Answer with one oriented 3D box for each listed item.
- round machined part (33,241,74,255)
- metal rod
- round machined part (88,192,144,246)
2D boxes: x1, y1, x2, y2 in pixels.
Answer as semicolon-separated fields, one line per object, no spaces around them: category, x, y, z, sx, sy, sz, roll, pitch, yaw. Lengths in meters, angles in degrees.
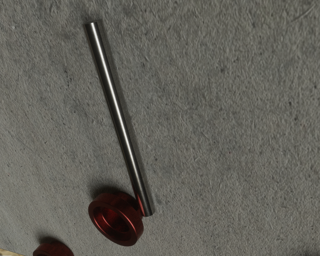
round machined part;-0.235;0.297;0.703;0.098;0.042;0.097;13;124;21
metal rod;-0.050;0.004;0.435;0.025;0.025;0.298;1;119;27
round machined part;-0.068;0.147;0.518;0.098;0.042;0.097;18;128;24
